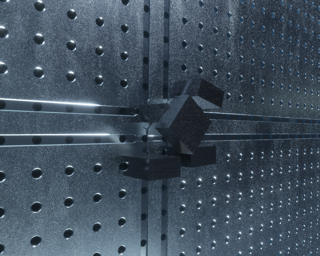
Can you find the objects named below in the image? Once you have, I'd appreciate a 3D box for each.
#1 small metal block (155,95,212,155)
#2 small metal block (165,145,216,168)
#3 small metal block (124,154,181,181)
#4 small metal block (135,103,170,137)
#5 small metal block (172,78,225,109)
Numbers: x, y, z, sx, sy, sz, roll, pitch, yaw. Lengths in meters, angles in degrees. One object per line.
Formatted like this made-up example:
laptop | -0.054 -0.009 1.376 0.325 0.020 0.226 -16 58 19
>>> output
small metal block | 0.029 -0.004 0.370 0.050 0.025 0.050 47 62 -30
small metal block | 0.042 0.037 0.431 0.050 0.050 0.025 -2 92 -40
small metal block | -0.010 0.048 0.387 0.050 0.050 0.025 1 90 -40
small metal block | 0.005 -0.009 0.399 0.050 0.050 0.025 29 72 -37
small metal block | 0.054 -0.047 0.441 0.050 0.050 0.025 21 77 -39
